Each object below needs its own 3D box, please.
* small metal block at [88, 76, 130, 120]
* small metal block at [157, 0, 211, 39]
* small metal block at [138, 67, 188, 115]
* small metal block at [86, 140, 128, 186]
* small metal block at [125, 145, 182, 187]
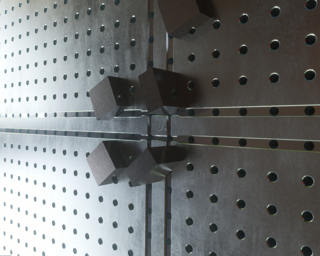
[{"bbox_3d":[-0.079,-0.045,0.476,0.050,0.025,0.050,-30,71,36],"label":"small metal block"},{"bbox_3d":[0.029,-0.148,0.386,0.050,0.025,0.050,-26,74,37],"label":"small metal block"},{"bbox_3d":[0.004,-0.045,0.390,0.025,0.050,0.050,-25,74,37],"label":"small metal block"},{"bbox_3d":[-0.083,0.054,0.479,0.050,0.025,0.050,-44,64,31],"label":"small metal block"},{"bbox_3d":[-0.008,0.049,0.401,0.050,0.050,0.025,-46,62,30],"label":"small metal block"}]
